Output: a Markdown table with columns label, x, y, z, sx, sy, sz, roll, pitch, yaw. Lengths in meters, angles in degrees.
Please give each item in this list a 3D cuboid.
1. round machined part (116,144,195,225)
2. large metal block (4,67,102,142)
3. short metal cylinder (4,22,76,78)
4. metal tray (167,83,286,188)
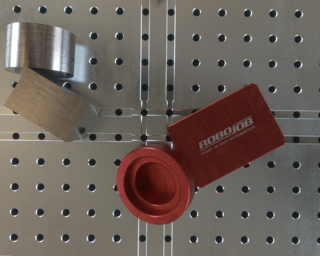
| label | x | y | z | sx | sy | sz | roll | pitch | yaw |
| --- | --- | --- | --- | --- | --- | --- | --- | --- | --- |
| round machined part | -0.002 | 0.068 | 0.392 | 0.098 | 0.042 | 0.097 | 5 | 102 | 24 |
| large metal block | -0.126 | -0.026 | 0.385 | 0.080 | 0.080 | 0.050 | 31 | 90 | 0 |
| short metal cylinder | -0.147 | -0.093 | 0.384 | 0.081 | 0.080 | 0.050 | 3 | 90 | 0 |
| metal tray | 0.085 | 0.010 | 0.411 | 0.130 | 0.030 | 0.090 | -28 | 90 | 0 |
